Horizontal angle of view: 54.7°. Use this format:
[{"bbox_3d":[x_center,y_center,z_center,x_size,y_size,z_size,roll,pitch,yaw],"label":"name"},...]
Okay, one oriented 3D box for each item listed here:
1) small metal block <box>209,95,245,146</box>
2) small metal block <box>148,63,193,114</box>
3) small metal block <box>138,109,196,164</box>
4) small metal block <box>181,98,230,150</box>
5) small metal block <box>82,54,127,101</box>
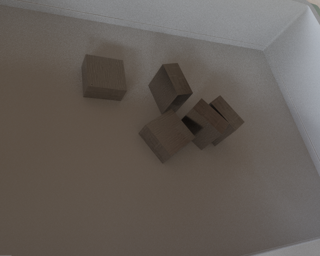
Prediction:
[{"bbox_3d":[0.082,-0.009,0.439,0.050,0.050,0.025,49,51,6],"label":"small metal block"},{"bbox_3d":[0.013,-0.054,0.429,0.025,0.050,0.050,-12,68,-33],"label":"small metal block"},{"bbox_3d":[0.009,0.010,0.404,0.050,0.025,0.050,-33,80,-38],"label":"small metal block"},{"bbox_3d":[0.057,-0.004,0.422,0.050,0.050,0.025,42,51,1],"label":"small metal block"},{"bbox_3d":[-0.074,-0.065,0.406,0.050,0.025,0.050,4,60,-26],"label":"small metal block"}]
